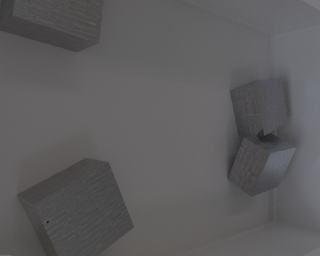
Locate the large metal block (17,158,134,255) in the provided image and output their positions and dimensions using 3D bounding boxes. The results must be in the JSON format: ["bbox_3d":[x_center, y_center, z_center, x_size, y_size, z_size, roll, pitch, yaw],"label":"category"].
[{"bbox_3d":[-0.084,0.087,0.320,0.081,0.050,0.080,-29,109,-36],"label":"large metal block"}]

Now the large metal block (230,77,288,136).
[{"bbox_3d":[0.172,-0.038,0.534,0.081,0.050,0.080,-23,104,-38],"label":"large metal block"}]

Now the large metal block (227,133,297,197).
[{"bbox_3d":[0.168,0.058,0.512,0.081,0.050,0.079,-5,120,-40],"label":"large metal block"}]

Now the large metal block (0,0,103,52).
[{"bbox_3d":[-0.104,-0.128,0.303,0.081,0.050,0.080,8,85,-40],"label":"large metal block"}]
